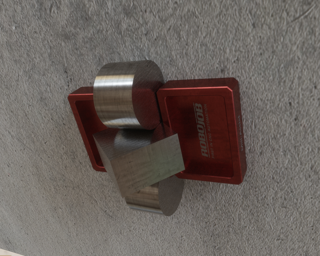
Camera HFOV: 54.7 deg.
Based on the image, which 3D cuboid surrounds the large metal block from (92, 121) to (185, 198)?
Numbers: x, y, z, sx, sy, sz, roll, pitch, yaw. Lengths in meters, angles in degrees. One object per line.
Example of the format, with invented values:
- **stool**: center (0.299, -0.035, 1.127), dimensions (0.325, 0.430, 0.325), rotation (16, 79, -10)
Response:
- **large metal block**: center (-0.028, 0.029, 0.378), dimensions (0.080, 0.081, 0.050), rotation (39, 146, 58)

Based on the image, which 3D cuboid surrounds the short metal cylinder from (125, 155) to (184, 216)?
- **short metal cylinder**: center (-0.006, 0.076, 0.423), dimensions (0.050, 0.080, 0.080), rotation (2, 119, 27)

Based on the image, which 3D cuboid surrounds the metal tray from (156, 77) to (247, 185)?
- **metal tray**: center (0.054, 0.005, 0.381), dimensions (0.090, 0.030, 0.129), rotation (1, 119, 27)

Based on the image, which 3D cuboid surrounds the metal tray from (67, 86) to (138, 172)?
- **metal tray**: center (-0.070, 0.005, 0.446), dimensions (0.090, 0.030, 0.129), rotation (1, 119, 27)

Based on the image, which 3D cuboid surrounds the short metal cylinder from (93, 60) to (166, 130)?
- **short metal cylinder**: center (-0.033, -0.038, 0.366), dimensions (0.050, 0.080, 0.080), rotation (2, 119, 27)
